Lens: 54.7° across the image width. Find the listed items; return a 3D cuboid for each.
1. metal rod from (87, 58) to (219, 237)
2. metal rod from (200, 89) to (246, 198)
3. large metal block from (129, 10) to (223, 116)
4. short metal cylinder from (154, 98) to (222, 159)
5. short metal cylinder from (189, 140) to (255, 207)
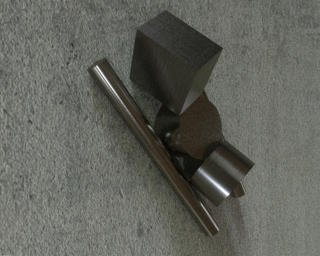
[{"bbox_3d":[0.004,0.042,0.408,0.025,0.025,0.299,-48,119,-29],"label":"metal rod"},{"bbox_3d":[0.069,-0.018,0.463,0.025,0.025,0.299,-40,114,-33],"label":"metal rod"},{"bbox_3d":[0.015,-0.074,0.362,0.080,0.080,0.050,38,58,13],"label":"large metal block"},{"bbox_3d":[0.039,0.001,0.422,0.081,0.050,0.080,0,90,-40],"label":"short metal cylinder"},{"bbox_3d":[0.087,0.064,0.435,0.050,0.080,0.080,41,55,15],"label":"short metal cylinder"}]
